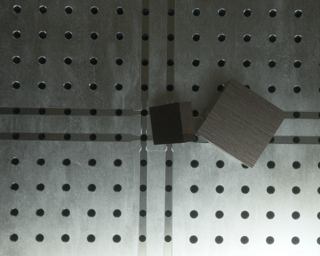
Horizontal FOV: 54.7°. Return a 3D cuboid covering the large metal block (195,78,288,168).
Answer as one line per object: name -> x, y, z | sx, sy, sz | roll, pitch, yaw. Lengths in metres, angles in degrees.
large metal block -> 0.100, -0.006, 0.402 | 0.080, 0.050, 0.080 | 33, 90, 0

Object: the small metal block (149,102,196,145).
small metal block -> 0.016, -0.006, 0.400 | 0.050, 0.025, 0.050 | -7, 90, 42
